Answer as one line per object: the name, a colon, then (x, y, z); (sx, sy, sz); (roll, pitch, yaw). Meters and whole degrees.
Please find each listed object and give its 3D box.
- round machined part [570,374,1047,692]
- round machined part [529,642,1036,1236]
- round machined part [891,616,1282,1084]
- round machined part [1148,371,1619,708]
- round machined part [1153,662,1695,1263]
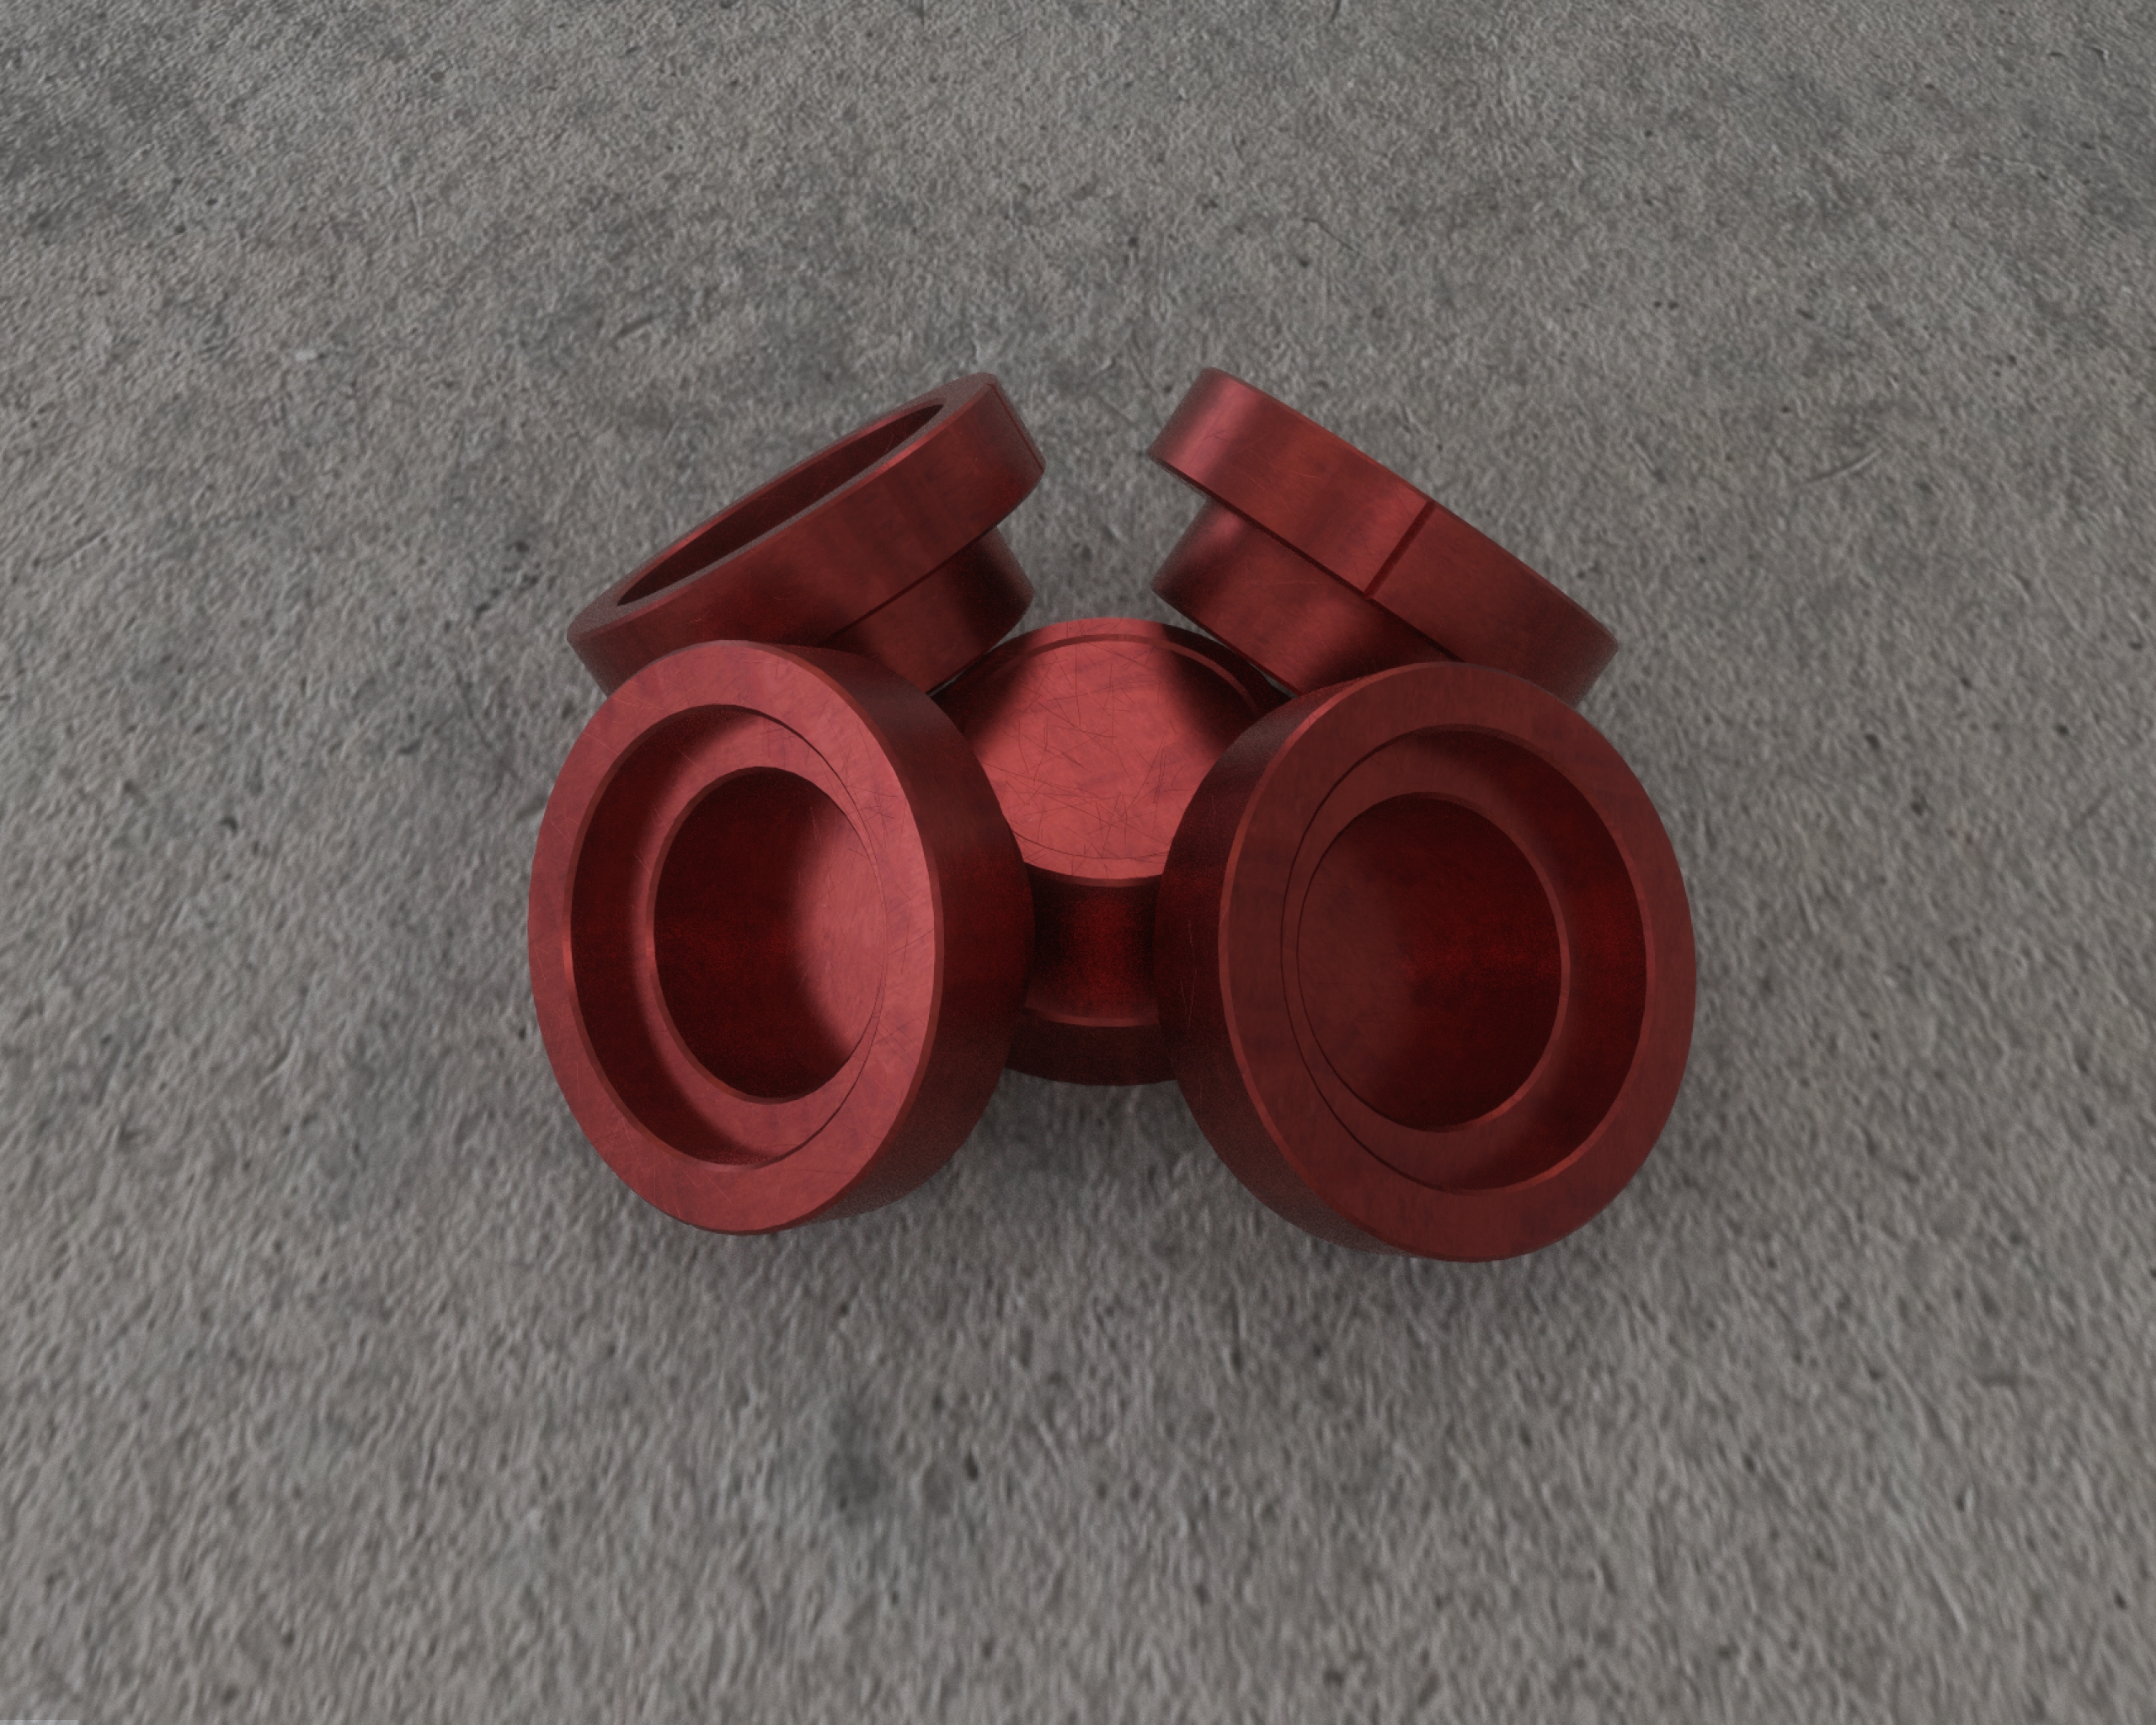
round machined part: (-0.048, -0.054, 0.416); (0.098, 0.042, 0.098); (-28, 19, 11)
round machined part: (-0.046, 0.012, 0.358); (0.098, 0.097, 0.042); (42, 24, 29)
round machined part: (0.006, -0.009, 0.400); (0.099, 0.042, 0.098); (0, 50, 0)
round machined part: (0.054, -0.053, 0.413); (0.098, 0.098, 0.042); (39, 100, 28)
round machined part: (0.055, 0.017, 0.356); (0.099, 0.042, 0.097); (4, 82, -29)
